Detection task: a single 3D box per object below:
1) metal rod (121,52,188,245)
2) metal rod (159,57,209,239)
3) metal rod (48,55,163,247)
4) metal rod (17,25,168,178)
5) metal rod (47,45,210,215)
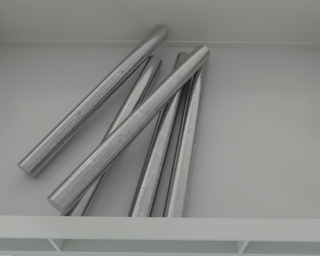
[{"bbox_3d":[0.006,0.000,0.404,0.025,0.025,0.300,10,51,8],"label":"metal rod"},{"bbox_3d":[0.040,-0.005,0.409,0.025,0.025,0.300,8,50,7],"label":"metal rod"},{"bbox_3d":[-0.054,0.004,0.401,0.025,0.025,0.300,14,51,11],"label":"metal rod"},{"bbox_3d":[-0.077,-0.053,0.435,0.025,0.025,0.301,26,59,20],"label":"metal rod"},{"bbox_3d":[-0.019,-0.019,0.386,0.025,0.025,0.301,27,55,21],"label":"metal rod"}]
